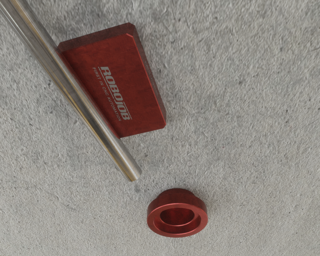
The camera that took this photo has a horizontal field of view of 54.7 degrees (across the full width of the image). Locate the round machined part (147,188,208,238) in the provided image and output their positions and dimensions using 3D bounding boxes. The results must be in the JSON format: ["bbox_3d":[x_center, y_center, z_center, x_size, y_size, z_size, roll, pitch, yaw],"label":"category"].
[{"bbox_3d":[0.028,0.137,0.513,0.099,0.042,0.097,0,130,0],"label":"round machined part"}]

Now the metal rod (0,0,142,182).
[{"bbox_3d":[-0.094,-0.042,0.330,0.025,0.025,0.299,-18,128,14],"label":"metal rod"}]

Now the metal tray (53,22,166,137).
[{"bbox_3d":[-0.053,-0.047,0.364,0.090,0.030,0.129,-13,129,10],"label":"metal tray"}]
